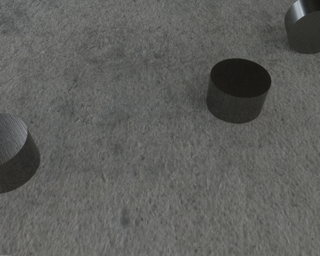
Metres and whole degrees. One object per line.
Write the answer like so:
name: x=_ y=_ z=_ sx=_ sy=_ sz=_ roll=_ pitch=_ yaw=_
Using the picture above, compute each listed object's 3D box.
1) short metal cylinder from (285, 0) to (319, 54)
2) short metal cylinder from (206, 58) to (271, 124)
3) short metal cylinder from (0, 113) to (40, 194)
short metal cylinder: x=0.253 y=-0.171 z=0.515 sx=0.080 sy=0.080 sz=0.050 roll=6 pitch=50 yaw=4
short metal cylinder: x=0.108 y=-0.052 z=0.433 sx=0.081 sy=0.050 sz=0.080 roll=0 pitch=50 yaw=0
short metal cylinder: x=-0.188 y=0.029 z=0.360 sx=0.081 sy=0.050 sz=0.080 roll=0 pitch=50 yaw=0
